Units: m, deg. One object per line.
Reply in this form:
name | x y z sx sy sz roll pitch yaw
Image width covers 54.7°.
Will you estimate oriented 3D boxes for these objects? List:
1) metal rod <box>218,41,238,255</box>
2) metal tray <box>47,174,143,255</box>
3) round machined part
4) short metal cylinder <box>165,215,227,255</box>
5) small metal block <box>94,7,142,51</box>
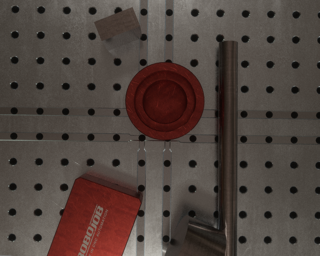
metal rod | 0.091 0.036 0.414 0.025 0.025 0.298 0 90 -1
metal tray | -0.087 0.137 0.410 0.090 0.030 0.129 20 90 -1
round machined part | 0.006 -0.034 0.405 0.099 0.042 0.097 0 91 0
short metal cylinder | 0.041 0.157 0.387 0.050 0.080 0.080 25 90 -1
small metal block | -0.052 -0.126 0.400 0.050 0.050 0.025 -22 90 0
